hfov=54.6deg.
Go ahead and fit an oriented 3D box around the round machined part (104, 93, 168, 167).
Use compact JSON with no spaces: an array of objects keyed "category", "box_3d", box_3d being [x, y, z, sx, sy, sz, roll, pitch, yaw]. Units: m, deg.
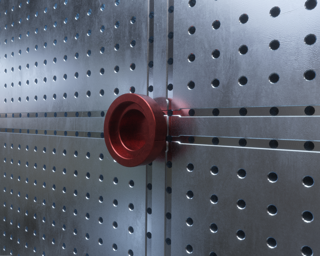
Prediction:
[{"category":"round machined part","box_3d":[-0.029,0.003,0.423,0.098,0.042,0.097,0,90,40]}]
